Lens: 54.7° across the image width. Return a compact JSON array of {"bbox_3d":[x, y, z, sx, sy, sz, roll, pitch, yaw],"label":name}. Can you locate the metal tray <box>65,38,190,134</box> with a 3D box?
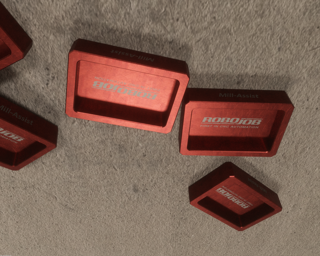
[{"bbox_3d":[-0.040,-0.045,0.364,0.131,0.030,0.089,10,130,-9],"label":"metal tray"}]

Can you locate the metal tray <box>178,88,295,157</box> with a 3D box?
[{"bbox_3d":[0.093,-0.005,0.400,0.131,0.030,0.089,1,130,-2],"label":"metal tray"}]

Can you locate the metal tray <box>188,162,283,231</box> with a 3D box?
[{"bbox_3d":[0.122,0.115,0.504,0.130,0.030,0.090,34,122,-26],"label":"metal tray"}]

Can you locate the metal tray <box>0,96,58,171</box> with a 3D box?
[{"bbox_3d":[-0.206,0.003,0.381,0.090,0.030,0.130,-28,139,24],"label":"metal tray"}]

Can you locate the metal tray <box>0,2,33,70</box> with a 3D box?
[{"bbox_3d":[-0.216,-0.091,0.322,0.130,0.030,0.090,-21,128,16],"label":"metal tray"}]
